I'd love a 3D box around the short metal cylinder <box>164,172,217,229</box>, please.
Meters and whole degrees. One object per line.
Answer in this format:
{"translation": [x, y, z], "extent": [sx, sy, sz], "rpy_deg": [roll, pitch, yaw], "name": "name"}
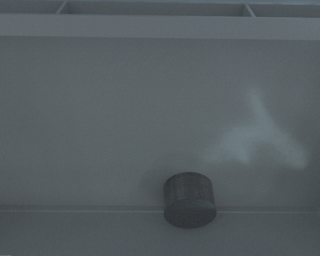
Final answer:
{"translation": [0.046, 0.115, 0.491], "extent": [0.080, 0.050, 0.080], "rpy_deg": [0, 130, 0], "name": "short metal cylinder"}
